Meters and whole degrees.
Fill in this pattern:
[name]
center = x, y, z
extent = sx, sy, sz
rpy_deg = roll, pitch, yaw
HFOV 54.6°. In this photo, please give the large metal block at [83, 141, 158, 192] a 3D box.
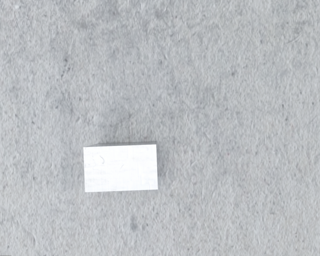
[large metal block]
center = -0.043, 0.044, 0.382
extent = 0.080, 0.080, 0.050
rpy_deg = -2, 90, 0
